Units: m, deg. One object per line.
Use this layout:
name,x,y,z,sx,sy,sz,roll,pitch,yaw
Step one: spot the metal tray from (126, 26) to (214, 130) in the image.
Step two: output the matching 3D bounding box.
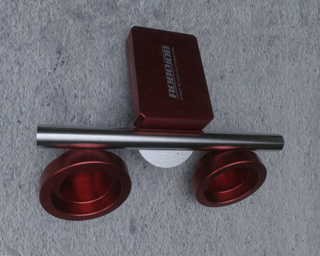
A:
metal tray,0.009,-0.062,0.383,0.091,0.030,0.130,2,63,-20

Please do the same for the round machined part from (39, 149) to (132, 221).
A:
round machined part,-0.085,0.059,0.353,0.099,0.042,0.097,-11,132,-12

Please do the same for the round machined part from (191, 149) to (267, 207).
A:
round machined part,0.088,0.061,0.417,0.099,0.042,0.097,-10,136,-10

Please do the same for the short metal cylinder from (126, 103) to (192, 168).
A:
short metal cylinder,0.001,0.008,0.399,0.081,0.050,0.079,0,90,-21

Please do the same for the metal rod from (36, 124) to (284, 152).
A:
metal rod,0.017,0.014,0.365,0.303,0.025,0.025,2,89,-21
